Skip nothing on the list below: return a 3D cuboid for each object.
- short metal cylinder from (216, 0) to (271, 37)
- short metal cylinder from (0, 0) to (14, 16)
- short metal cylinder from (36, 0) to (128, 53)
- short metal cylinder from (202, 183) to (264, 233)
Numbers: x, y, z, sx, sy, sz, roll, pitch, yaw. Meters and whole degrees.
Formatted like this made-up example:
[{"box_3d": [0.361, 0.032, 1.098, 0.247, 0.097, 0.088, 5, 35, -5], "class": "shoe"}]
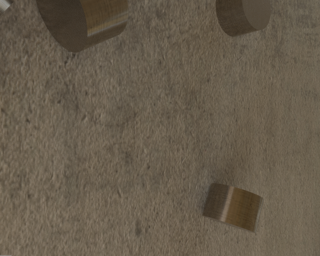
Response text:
[{"box_3d": [0.137, -0.195, 0.505, 0.081, 0.050, 0.079, 0, 90, -40], "class": "short metal cylinder"}, {"box_3d": [-0.160, -0.087, 0.235, 0.050, 0.080, 0.080, 44, 64, -32], "class": "short metal cylinder"}, {"box_3d": [-0.077, -0.122, 0.305, 0.050, 0.080, 0.080, -37, 113, -34], "class": "short metal cylinder"}, {"box_3d": [0.109, 0.120, 0.463, 0.080, 0.080, 0.050, 30, 71, -36], "class": "short metal cylinder"}]
